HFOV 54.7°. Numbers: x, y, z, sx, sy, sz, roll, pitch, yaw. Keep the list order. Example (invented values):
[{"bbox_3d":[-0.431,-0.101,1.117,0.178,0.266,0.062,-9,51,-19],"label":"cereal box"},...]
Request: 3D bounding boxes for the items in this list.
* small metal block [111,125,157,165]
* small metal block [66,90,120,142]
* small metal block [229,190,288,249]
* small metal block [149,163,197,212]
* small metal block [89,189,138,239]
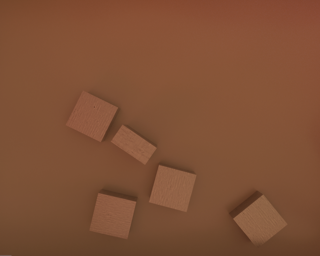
[{"bbox_3d":[-0.032,0.020,0.399,0.050,0.050,0.025,34,90,0],"label":"small metal block"},{"bbox_3d":[-0.088,-0.015,0.411,0.050,0.025,0.050,26,90,0],"label":"small metal block"},{"bbox_3d":[0.130,0.121,0.412,0.050,0.025,0.050,-39,90,0],"label":"small metal block"},{"bbox_3d":[0.016,0.078,0.411,0.050,0.025,0.050,15,90,0],"label":"small metal block"},{"bbox_3d":[-0.061,0.113,0.411,0.050,0.025,0.050,13,90,0],"label":"small metal block"}]
